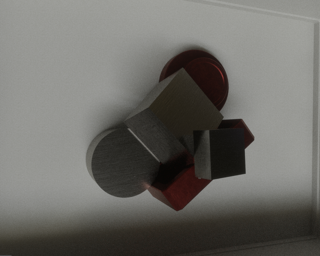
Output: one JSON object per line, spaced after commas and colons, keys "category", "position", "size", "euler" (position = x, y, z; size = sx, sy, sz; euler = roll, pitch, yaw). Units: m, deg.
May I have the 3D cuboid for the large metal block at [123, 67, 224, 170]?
{"category": "large metal block", "position": [0.019, -0.010, 0.365], "size": [0.080, 0.050, 0.080], "euler": [48, 50, -14]}

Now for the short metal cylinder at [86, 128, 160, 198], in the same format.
{"category": "short metal cylinder", "position": [-0.047, 0.040, 0.379], "size": [0.081, 0.050, 0.079], "euler": [0, 90, -21]}

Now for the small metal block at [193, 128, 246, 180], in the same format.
{"category": "small metal block", "position": [0.064, 0.026, 0.332], "size": [0.050, 0.025, 0.050], "euler": [-3, 91, -33]}

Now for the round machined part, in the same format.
{"category": "round machined part", "position": [0.052, -0.058, 0.420], "size": [0.099, 0.042, 0.097], "euler": [0, 90, -21]}

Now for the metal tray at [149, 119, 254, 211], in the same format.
{"category": "metal tray", "position": [0.044, 0.040, 0.391], "size": [0.131, 0.090, 0.030], "euler": [-40, 102, -16]}
